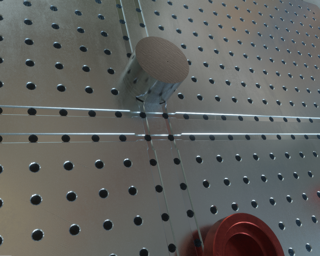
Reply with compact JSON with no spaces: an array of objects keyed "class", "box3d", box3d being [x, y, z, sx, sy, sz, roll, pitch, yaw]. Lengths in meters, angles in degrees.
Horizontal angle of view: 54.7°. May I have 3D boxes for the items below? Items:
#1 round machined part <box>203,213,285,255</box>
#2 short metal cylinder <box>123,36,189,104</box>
[{"class":"round machined part","box3d":[0.092,0.151,0.354,0.099,0.042,0.098,14,56,-21]},{"class":"short metal cylinder","box3d":[-0.006,-0.082,0.438,0.081,0.050,0.080,14,56,-21]}]
